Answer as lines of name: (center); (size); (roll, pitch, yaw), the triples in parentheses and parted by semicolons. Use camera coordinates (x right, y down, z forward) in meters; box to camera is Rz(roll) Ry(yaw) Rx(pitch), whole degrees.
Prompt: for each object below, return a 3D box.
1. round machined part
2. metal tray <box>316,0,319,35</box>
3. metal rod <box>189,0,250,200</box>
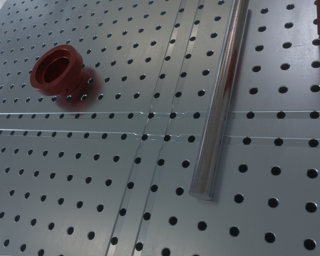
round machined part: (-0.177, -0.097, 0.550); (0.098, 0.042, 0.098); (-13, 56, 21)
metal tray: (0.206, -0.176, 0.341); (0.030, 0.130, 0.090); (23, 74, 36)
metal rod: (0.082, -0.057, 0.399); (0.025, 0.025, 0.300); (2, 62, 29)
